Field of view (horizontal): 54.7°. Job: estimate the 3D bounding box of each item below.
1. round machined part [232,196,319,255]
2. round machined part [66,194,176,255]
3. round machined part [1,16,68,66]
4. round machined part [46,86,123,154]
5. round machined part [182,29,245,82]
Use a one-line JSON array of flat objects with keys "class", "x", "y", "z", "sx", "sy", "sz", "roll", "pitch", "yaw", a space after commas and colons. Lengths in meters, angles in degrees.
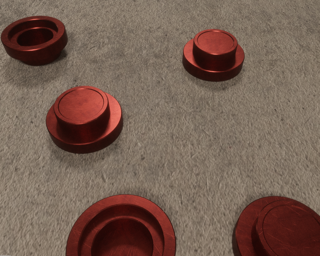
[{"class": "round machined part", "x": 0.124, "y": 0.110, "z": 0.302, "sx": 0.099, "sy": 0.042, "sz": 0.098, "roll": 0, "pitch": 50, "yaw": 0}, {"class": "round machined part", "x": -0.035, "y": 0.117, "z": 0.294, "sx": 0.099, "sy": 0.042, "sz": 0.098, "roll": 0, "pitch": 50, "yaw": 0}, {"class": "round machined part", "x": -0.201, "y": -0.139, "z": 0.506, "sx": 0.099, "sy": 0.042, "sz": 0.098, "roll": 0, "pitch": 50, "yaw": 0}, {"class": "round machined part", "x": -0.099, "y": -0.018, "z": 0.406, "sx": 0.099, "sy": 0.042, "sz": 0.098, "roll": 0, "pitch": 50, "yaw": 0}, {"class": "round machined part", "x": 0.086, "y": -0.122, "z": 0.496, "sx": 0.099, "sy": 0.042, "sz": 0.098, "roll": 0, "pitch": 50, "yaw": 0}]
